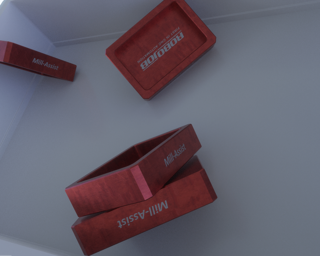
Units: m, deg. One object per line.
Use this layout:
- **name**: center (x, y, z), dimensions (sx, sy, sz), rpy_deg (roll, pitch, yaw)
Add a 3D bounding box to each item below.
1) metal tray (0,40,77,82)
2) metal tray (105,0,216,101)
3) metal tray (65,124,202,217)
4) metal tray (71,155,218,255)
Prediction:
- **metal tray**: center (-0.218, -0.112, 0.517), dimensions (0.090, 0.131, 0.030), rpy_deg (15, 92, 32)
- **metal tray**: center (0.001, -0.112, 0.436), dimensions (0.130, 0.030, 0.090), rpy_deg (-40, 89, 1)
- **metal tray**: center (-0.021, 0.039, 0.322), dimensions (0.090, 0.131, 0.030), rpy_deg (-21, 96, 31)
- **metal tray**: center (-0.013, 0.073, 0.315), dimensions (0.130, 0.090, 0.030), rpy_deg (-24, 92, 3)
